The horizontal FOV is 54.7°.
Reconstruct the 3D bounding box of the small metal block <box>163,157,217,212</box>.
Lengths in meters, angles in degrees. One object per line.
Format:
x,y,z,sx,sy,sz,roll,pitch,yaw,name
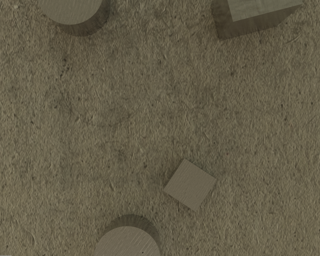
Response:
0.039,0.073,0.410,0.050,0.025,0.050,34,90,0,small metal block

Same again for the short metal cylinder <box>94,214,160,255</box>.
-0.040,0.158,0.397,0.081,0.050,0.080,0,90,0,short metal cylinder

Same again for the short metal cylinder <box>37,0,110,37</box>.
-0.108,-0.164,0.396,0.081,0.050,0.080,0,90,0,short metal cylinder

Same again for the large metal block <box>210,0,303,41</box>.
0.114,-0.152,0.383,0.080,0.080,0.050,-15,90,0,large metal block
